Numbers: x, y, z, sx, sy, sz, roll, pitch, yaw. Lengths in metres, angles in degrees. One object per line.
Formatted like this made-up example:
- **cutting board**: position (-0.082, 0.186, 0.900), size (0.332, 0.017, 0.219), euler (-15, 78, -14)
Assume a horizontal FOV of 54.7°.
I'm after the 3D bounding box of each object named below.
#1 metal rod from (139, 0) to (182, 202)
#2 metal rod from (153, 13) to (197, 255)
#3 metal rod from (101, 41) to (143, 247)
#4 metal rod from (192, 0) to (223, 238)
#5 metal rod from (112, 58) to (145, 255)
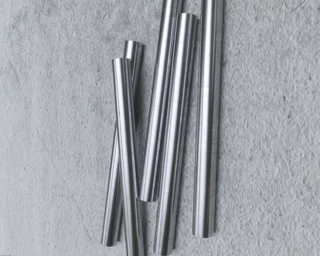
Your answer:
- **metal rod**: position (0.002, -0.052, 0.402), size (0.025, 0.025, 0.298), euler (12, 97, 39)
- **metal rod**: position (0.018, 0.012, 0.389), size (0.025, 0.025, 0.298), euler (9, 96, 39)
- **metal rod**: position (-0.057, 0.027, 0.451), size (0.025, 0.025, 0.298), euler (13, 98, 39)
- **metal rod**: position (0.056, -0.025, 0.358), size (0.025, 0.025, 0.298), euler (3, 92, 40)
- **metal rod**: position (-0.042, 0.057, 0.423), size (0.025, 0.025, 0.298), euler (-1, 94, 40)
